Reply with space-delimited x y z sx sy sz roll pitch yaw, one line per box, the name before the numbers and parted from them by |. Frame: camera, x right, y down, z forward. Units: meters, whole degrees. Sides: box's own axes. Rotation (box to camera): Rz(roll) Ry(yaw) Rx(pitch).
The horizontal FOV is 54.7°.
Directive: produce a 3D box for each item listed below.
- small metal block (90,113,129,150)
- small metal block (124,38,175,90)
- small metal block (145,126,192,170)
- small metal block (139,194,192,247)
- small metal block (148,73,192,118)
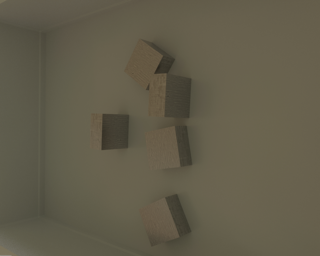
small metal block | -0.072 0.005 0.448 0.025 0.050 0.050 4 92 40
small metal block | -0.015 -0.084 0.417 0.050 0.025 0.050 43 116 31
small metal block | 0.010 0.026 0.397 0.050 0.025 0.050 -12 82 39
small metal block | 0.006 0.119 0.400 0.050 0.025 0.050 -33 70 34
small metal block | 0.013 -0.038 0.378 0.025 0.050 0.050 5 93 39
